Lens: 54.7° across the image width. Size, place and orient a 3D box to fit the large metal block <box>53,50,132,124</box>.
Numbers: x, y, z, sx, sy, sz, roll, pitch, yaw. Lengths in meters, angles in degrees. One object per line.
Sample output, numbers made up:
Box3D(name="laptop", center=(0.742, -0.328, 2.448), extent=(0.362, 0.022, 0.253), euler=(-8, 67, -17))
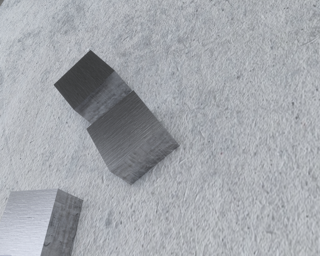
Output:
Box3D(name="large metal block", center=(-0.105, -0.063, 0.482), extent=(0.080, 0.050, 0.080), euler=(-45, 51, -3))

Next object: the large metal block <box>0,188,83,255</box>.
Box3D(name="large metal block", center=(-0.153, 0.125, 0.392), extent=(0.080, 0.050, 0.080), euler=(-8, 58, 24))

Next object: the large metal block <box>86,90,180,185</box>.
Box3D(name="large metal block", center=(-0.036, 0.012, 0.399), extent=(0.080, 0.050, 0.080), euler=(-40, 51, 1))
